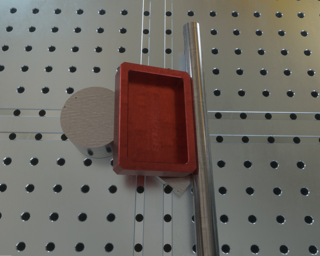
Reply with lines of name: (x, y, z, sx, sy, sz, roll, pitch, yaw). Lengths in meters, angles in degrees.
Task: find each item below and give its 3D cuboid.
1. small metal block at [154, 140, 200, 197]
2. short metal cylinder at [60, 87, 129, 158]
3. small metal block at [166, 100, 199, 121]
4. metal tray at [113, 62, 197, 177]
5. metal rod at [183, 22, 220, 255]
small metal block: (0.022, 0.051, 0.392, 0.050, 0.025, 0.050, 37, 74, 12)
short metal cylinder: (-0.081, -0.006, 0.399, 0.081, 0.050, 0.080, 0, 70, 0)
small metal block: (0.032, -0.031, 0.424, 0.050, 0.025, 0.050, -14, 71, -6)
metal tray: (-0.007, -0.010, 0.370, 0.091, 0.030, 0.130, 6, 69, -19)
metal rod: (0.048, -0.001, 0.386, 0.025, 0.025, 0.299, -1, 70, -1)
